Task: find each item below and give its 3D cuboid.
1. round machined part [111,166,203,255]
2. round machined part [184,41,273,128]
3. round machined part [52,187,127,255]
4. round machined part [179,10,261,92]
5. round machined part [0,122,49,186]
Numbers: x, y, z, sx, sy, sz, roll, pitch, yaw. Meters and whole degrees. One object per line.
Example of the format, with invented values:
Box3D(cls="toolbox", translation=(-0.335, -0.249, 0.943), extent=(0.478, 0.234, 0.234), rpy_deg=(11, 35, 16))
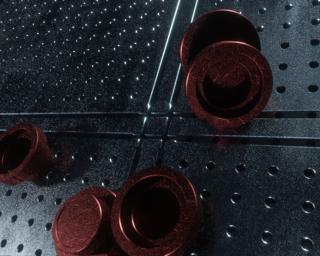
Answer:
Box3D(cls="round machined part", translation=(0.000, 0.095, 0.338), extent=(0.098, 0.042, 0.098), rpy_deg=(-12, 57, 20))
Box3D(cls="round machined part", translation=(0.077, -0.052, 0.365), extent=(0.098, 0.098, 0.042), rpy_deg=(-33, 16, 6))
Box3D(cls="round machined part", translation=(-0.088, 0.117, 0.370), extent=(0.098, 0.042, 0.098), rpy_deg=(-13, 56, 20))
Box3D(cls="round machined part", translation=(0.073, -0.098, 0.395), extent=(0.098, 0.098, 0.042), rpy_deg=(-33, 16, 6))
Box3D(cls="round machined part", translation=(-0.214, 0.044, 0.480), extent=(0.098, 0.042, 0.098), rpy_deg=(-13, 56, 20))
